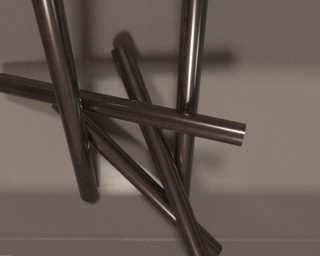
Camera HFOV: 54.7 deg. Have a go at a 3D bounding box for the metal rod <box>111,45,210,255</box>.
[{"bbox_3d":[0.005,0.042,0.394,0.025,0.025,0.298,-20,97,7],"label":"metal rod"}]

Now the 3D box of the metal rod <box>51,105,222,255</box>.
[{"bbox_3d":[-0.025,0.071,0.419,0.025,0.025,0.300,-43,99,14],"label":"metal rod"}]

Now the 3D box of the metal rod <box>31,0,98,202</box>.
[{"bbox_3d":[-0.098,-0.013,0.346,0.025,0.025,0.298,1,133,-1],"label":"metal rod"}]

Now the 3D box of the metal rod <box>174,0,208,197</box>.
[{"bbox_3d":[0.031,-0.011,0.369,0.025,0.025,0.298,0,125,-1],"label":"metal rod"}]

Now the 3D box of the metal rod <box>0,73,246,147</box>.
[{"bbox_3d":[-0.055,-0.025,0.359,0.301,0.025,0.025,13,110,12],"label":"metal rod"}]
